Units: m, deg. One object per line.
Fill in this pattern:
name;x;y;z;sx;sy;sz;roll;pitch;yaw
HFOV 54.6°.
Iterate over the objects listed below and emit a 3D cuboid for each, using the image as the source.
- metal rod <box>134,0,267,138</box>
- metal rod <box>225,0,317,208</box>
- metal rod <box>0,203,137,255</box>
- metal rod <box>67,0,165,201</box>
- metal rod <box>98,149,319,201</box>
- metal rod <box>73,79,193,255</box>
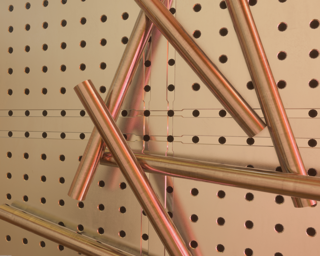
metal rod;0.023;-0.111;0.383;0.025;0.025;0.300;-40;85;16
metal rod;0.123;-0.055;0.369;0.025;0.025;0.299;-19;84;19
metal rod;-0.118;0.168;0.454;0.301;0.025;0.025;14;95;19
metal rod;-0.057;-0.046;0.417;0.025;0.025;0.299;22;91;18
metal rod;0.054;0.053;0.377;0.300;0.025;0.025;5;92;26
metal rod;-0.023;0.075;0.393;0.025;0.025;0.299;-29;91;18
